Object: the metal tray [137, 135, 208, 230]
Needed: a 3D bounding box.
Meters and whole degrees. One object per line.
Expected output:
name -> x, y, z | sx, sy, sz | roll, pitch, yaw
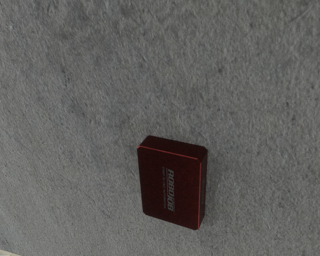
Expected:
metal tray -> 0.018, 0.079, 0.442 | 0.090, 0.030, 0.129 | 11, 123, 22
